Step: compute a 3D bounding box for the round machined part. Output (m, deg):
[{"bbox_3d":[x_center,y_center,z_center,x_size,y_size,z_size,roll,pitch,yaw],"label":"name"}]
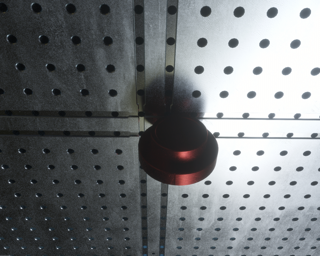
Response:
[{"bbox_3d":[0.023,0.020,0.381,0.099,0.098,0.042,0,130,-1],"label":"round machined part"}]
